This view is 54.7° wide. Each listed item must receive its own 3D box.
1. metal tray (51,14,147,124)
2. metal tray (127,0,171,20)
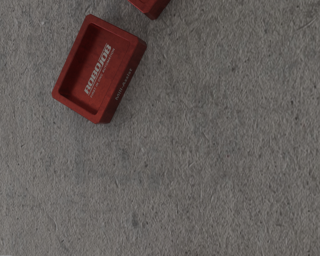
[{"bbox_3d":[-0.087,-0.081,0.436,0.090,0.030,0.129,30,100,17],"label":"metal tray"},{"bbox_3d":[-0.031,-0.221,0.417,0.130,0.030,0.090,43,103,15],"label":"metal tray"}]
